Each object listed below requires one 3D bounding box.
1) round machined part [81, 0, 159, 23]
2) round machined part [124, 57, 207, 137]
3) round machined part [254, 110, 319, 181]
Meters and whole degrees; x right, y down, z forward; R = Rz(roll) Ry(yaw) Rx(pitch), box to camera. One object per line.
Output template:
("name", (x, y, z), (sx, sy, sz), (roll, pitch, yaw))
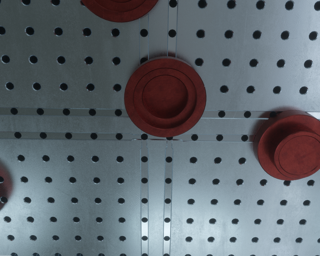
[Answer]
("round machined part", (-0.043, -0.168, 0.342), (0.099, 0.042, 0.097), (0, 110, 0))
("round machined part", (0.007, -0.041, 0.389), (0.099, 0.042, 0.097), (0, 110, 0))
("round machined part", (0.181, 0.029, 0.416), (0.099, 0.042, 0.097), (0, 110, 0))
